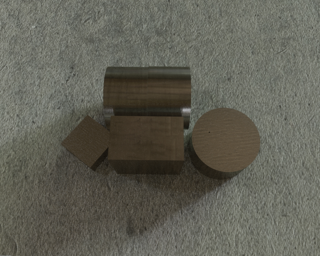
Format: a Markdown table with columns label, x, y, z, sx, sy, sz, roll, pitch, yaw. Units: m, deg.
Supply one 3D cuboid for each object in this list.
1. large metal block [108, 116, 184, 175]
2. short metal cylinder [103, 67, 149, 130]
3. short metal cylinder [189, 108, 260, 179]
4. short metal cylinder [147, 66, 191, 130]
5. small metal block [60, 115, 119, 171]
| label | x | y | z | sx | sy | sz | roll | pitch | yaw |
| --- | --- | --- | --- | --- | --- | --- | --- | --- | --- |
| large metal block | -0.015 | 0.024 | 0.372 | 0.081 | 0.080 | 0.050 | 1 | 70 | 0 |
| short metal cylinder | -0.040 | -0.037 | 0.394 | 0.050 | 0.080 | 0.080 | 1 | 70 | 0 |
| short metal cylinder | 0.078 | 0.021 | 0.389 | 0.081 | 0.050 | 0.080 | 0 | 70 | 0 |
| short metal cylinder | 0.011 | -0.038 | 0.394 | 0.050 | 0.080 | 0.080 | 1 | 70 | 0 |
| small metal block | -0.090 | 0.020 | 0.402 | 0.050 | 0.025 | 0.050 | 36 | 74 | 12 |
